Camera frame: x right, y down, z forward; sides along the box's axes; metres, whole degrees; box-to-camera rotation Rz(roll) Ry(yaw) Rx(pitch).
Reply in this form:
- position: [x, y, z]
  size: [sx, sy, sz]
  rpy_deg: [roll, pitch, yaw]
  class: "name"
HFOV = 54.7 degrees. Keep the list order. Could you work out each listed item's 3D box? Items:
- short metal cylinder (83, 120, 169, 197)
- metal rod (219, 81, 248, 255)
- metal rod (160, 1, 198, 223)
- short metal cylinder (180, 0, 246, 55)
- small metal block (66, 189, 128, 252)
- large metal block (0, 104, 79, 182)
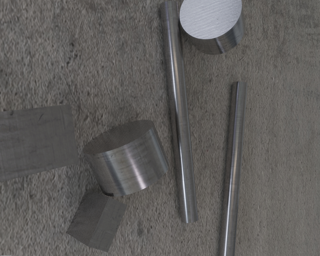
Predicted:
- position: [-0.036, 0.030, 0.339]
  size: [0.081, 0.080, 0.050]
  rpy_deg: [-33, 111, -35]
  class: "short metal cylinder"
- position: [0.119, 0.074, 0.503]
  size: [0.025, 0.025, 0.298]
  rpy_deg: [9, 84, -40]
  class: "metal rod"
- position: [0.027, -0.018, 0.426]
  size: [0.025, 0.025, 0.298]
  rpy_deg: [-10, 96, -40]
  class: "metal rod"
- position: [0.072, -0.147, 0.420]
  size: [0.050, 0.080, 0.080]
  rpy_deg: [29, 70, -67]
  class: "short metal cylinder"
- position: [-0.068, 0.098, 0.332]
  size: [0.025, 0.050, 0.050]
  rpy_deg: [35, 68, -35]
  class: "small metal block"
- position: [-0.127, 0.011, 0.262]
  size: [0.081, 0.080, 0.050]
  rpy_deg: [-11, 98, -39]
  class: "large metal block"
